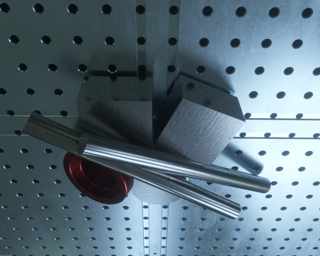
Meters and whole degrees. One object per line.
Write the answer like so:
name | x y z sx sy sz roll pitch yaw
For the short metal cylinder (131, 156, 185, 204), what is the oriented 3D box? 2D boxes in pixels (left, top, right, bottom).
short metal cylinder | -0.001 0.065 0.445 0.081 0.050 0.079 0 130 0

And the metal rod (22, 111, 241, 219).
metal rod | -0.017 0.056 0.387 0.301 0.025 0.025 27 125 -23

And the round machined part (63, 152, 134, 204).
round machined part | -0.079 0.056 0.428 0.098 0.042 0.097 14 129 18

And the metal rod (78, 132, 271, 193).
metal rod | 0.041 0.053 0.403 0.302 0.025 0.025 17 130 -33

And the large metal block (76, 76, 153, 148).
large metal block | -0.049 -0.015 0.373 0.081 0.050 0.079 1 130 -1

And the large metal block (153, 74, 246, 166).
large metal block | 0.044 -0.008 0.383 0.080 0.050 0.079 19 128 -16
